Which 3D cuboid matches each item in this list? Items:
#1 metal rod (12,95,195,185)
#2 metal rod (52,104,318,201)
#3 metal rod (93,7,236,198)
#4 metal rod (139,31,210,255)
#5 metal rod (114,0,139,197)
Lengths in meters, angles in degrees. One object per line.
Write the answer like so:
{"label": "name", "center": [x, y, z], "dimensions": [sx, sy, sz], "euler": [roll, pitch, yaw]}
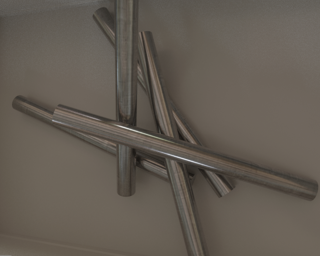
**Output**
{"label": "metal rod", "center": [-0.091, 0.015, 0.442], "dimensions": [0.301, 0.025, 0.025], "euler": [23, 98, 18]}
{"label": "metal rod", "center": [0.028, 0.028, 0.351], "dimensions": [0.302, 0.025, 0.025], "euler": [17, 96, 0]}
{"label": "metal rod", "center": [-0.001, -0.041, 0.410], "dimensions": [0.025, 0.025, 0.299], "euler": [-38, 78, 16]}
{"label": "metal rod", "center": [0.015, 0.028, 0.377], "dimensions": [0.025, 0.025, 0.298], "euler": [-16, 85, 19]}
{"label": "metal rod", "center": [-0.038, -0.051, 0.354], "dimensions": [0.025, 0.025, 0.298], "euler": [12, 116, 19]}
